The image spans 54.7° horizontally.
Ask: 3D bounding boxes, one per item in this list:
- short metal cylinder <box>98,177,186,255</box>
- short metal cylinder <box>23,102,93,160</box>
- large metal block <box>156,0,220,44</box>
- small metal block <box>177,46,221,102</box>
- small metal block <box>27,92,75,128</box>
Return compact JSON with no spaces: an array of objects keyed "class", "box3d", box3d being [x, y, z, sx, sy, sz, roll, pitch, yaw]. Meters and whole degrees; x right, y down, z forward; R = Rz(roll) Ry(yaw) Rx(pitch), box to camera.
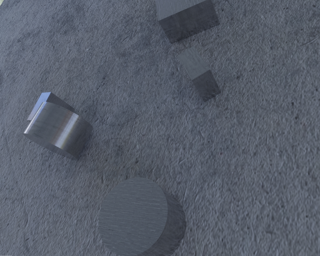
[{"class":"short metal cylinder","box3d":[-0.018,0.100,0.336,0.080,0.050,0.080,-13,56,21]},{"class":"short metal cylinder","box3d":[-0.143,0.005,0.440,0.080,0.080,0.050,12,68,33]},{"class":"large metal block","box3d":[0.041,-0.190,0.483,0.080,0.050,0.080,-18,55,18]},{"class":"small metal block","box3d":[0.051,-0.070,0.404,0.025,0.050,0.050,-31,52,9]},{"class":"small metal block","box3d":[-0.171,-0.021,0.488,0.025,0.050,0.050,2,62,39]}]
